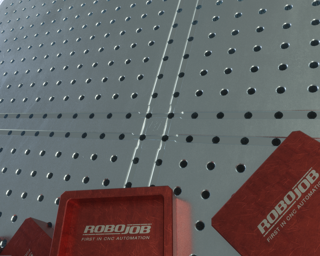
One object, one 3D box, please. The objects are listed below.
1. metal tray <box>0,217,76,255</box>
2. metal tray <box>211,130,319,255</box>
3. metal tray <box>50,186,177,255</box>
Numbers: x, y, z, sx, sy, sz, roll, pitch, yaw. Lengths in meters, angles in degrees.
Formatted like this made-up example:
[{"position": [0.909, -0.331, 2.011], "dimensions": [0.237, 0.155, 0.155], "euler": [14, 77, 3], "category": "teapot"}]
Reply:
[{"position": [-0.168, 0.188, 0.376], "dimensions": [0.090, 0.030, 0.130], "euler": [24, 74, 36], "category": "metal tray"}, {"position": [0.125, 0.076, 0.293], "dimensions": [0.130, 0.030, 0.090], "euler": [-46, 51, -4], "category": "metal tray"}, {"position": [-0.049, 0.114, 0.339], "dimensions": [0.131, 0.030, 0.090], "euler": [-5, 58, 9], "category": "metal tray"}]
